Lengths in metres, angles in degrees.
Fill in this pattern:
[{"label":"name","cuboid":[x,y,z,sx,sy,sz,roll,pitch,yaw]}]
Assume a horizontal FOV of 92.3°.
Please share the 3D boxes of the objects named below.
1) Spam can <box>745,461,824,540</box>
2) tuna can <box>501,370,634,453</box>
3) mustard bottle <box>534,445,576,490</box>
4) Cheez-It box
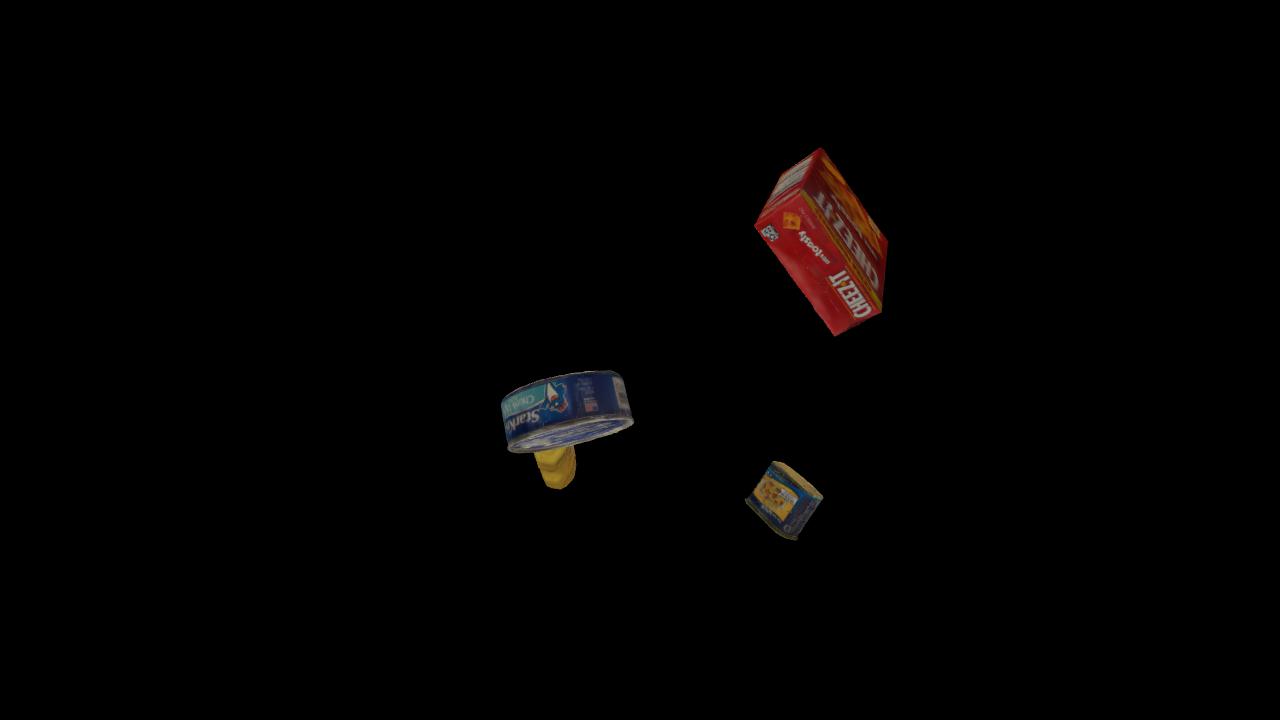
[{"label":"Spam can","cuboid":[0.234,0.225,0.998,0.058,0.085,0.101,22,13,-39]},{"label":"tuna can","cuboid":[-0.048,0.035,0.405,0.084,0.034,0.084,-13,-14,-3]},{"label":"mustard bottle","cuboid":[-0.130,0.157,0.980,0.054,0.092,0.184,2,-31,1]},{"label":"Cheez-It box","cuboid":[0.231,-0.155,0.760,0.071,0.166,0.223,-32,14,35]}]
